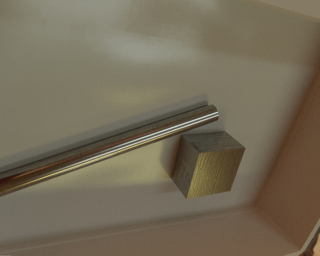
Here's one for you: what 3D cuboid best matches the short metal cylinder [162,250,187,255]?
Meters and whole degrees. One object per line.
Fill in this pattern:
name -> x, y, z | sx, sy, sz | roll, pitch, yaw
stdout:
short metal cylinder -> 0.028, 0.280, 0.586 | 0.081, 0.050, 0.079 | -14, 124, -21

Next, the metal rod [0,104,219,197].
metal rod -> -0.060, 0.024, 0.391 | 0.302, 0.025, 0.025 | -19, 126, -18

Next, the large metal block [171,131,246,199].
large metal block -> 0.071, 0.054, 0.467 | 0.081, 0.050, 0.079 | -3, 120, -27
